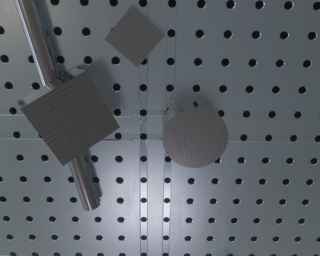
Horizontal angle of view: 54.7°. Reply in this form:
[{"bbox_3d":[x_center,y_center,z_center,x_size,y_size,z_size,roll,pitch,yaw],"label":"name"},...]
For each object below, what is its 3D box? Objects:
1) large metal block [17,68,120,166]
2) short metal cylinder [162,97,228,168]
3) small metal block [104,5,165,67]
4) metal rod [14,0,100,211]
[{"bbox_3d":[-0.109,-0.016,0.371,0.080,0.050,0.080,-36,117,-17],"label":"large metal block"},{"bbox_3d":[0.043,0.005,0.402,0.081,0.050,0.079,0,110,0],"label":"short metal cylinder"},{"bbox_3d":[-0.029,-0.110,0.373,0.050,0.025,0.050,40,105,-14],"label":"small metal block"},{"bbox_3d":[-0.129,-0.023,0.403,0.025,0.025,0.298,-11,110,4],"label":"metal rod"}]
